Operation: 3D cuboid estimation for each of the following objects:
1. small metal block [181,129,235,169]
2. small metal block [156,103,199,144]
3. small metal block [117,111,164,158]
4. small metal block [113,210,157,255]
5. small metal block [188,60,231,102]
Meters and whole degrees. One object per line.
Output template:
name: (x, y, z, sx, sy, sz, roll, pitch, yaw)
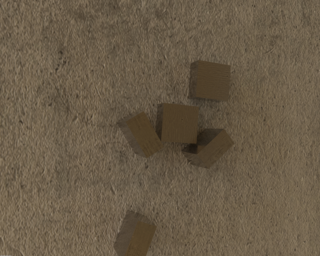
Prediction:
small metal block: (0.064, 0.026, 0.419, 0.050, 0.050, 0.025, -41, 103, -15)
small metal block: (0.023, -0.006, 0.417, 0.050, 0.025, 0.050, 5, 89, -20)
small metal block: (-0.026, 0.008, 0.386, 0.025, 0.050, 0.050, -33, 101, -17)
small metal block: (-0.032, 0.135, 0.384, 0.025, 0.050, 0.050, 24, 82, -19)
small metal block: (0.069, -0.065, 0.434, 0.050, 0.025, 0.050, 5, 89, -20)
